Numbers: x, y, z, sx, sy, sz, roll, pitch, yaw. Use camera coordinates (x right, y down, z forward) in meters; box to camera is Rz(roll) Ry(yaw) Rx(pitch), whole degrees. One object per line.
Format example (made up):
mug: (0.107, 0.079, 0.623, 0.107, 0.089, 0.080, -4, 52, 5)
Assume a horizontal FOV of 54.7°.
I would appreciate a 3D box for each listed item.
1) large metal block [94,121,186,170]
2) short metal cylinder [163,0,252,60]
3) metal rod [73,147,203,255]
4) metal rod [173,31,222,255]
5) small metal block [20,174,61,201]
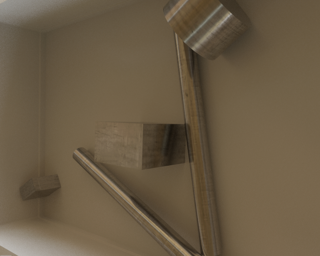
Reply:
large metal block: (-0.024, 0.018, 0.389, 0.080, 0.081, 0.050, 3, 92, 39)
short metal cylinder: (0.050, -0.119, 0.328, 0.050, 0.081, 0.080, -41, 65, 32)
metal rod: (-0.035, 0.106, 0.420, 0.300, 0.025, 0.025, 33, 110, 39)
metal rod: (0.042, -0.004, 0.370, 0.025, 0.025, 0.298, -11, 83, 39)
small metal block: (-0.219, 0.109, 0.568, 0.050, 0.050, 0.025, -34, 69, 34)
